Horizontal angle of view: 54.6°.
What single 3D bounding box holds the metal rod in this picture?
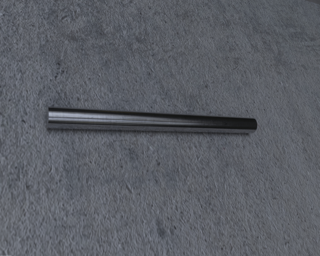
[{"bbox_3d":[0.009,-0.008,0.414,0.302,0.025,0.025,2,61,-27],"label":"metal rod"}]
